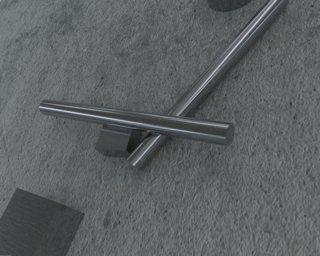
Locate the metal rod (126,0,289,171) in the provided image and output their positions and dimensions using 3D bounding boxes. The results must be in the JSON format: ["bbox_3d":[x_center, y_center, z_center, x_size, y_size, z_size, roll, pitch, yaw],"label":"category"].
[{"bbox_3d":[0.066,-0.065,0.408,0.300,0.025,0.025,-48,52,-6],"label":"metal rod"}]

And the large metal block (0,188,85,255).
[{"bbox_3d":[-0.156,0.129,0.388,0.080,0.050,0.080,8,66,31],"label":"large metal block"}]

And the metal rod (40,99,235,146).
[{"bbox_3d":[-0.052,-0.013,0.404,0.300,0.025,0.025,9,66,32],"label":"metal rod"}]

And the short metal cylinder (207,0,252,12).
[{"bbox_3d":[0.105,-0.225,0.470,0.080,0.050,0.080,-13,56,20],"label":"short metal cylinder"}]

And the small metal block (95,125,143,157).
[{"bbox_3d":[-0.054,0.012,0.424,0.050,0.025,0.050,0,62,28],"label":"small metal block"}]
